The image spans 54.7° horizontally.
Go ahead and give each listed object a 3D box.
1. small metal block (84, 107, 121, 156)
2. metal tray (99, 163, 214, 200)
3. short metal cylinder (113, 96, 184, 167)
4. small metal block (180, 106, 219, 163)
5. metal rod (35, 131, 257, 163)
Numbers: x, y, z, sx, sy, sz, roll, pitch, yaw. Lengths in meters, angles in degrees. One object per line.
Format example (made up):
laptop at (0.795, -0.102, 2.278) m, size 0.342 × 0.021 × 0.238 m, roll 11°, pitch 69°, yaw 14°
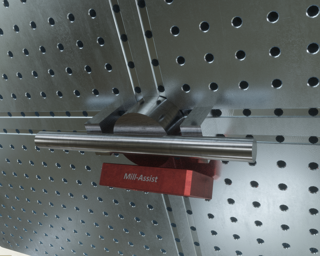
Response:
small metal block at (-0.074, 0.004, 0.437) m, size 0.025 × 0.050 × 0.050 m, roll -1°, pitch 118°, yaw 29°
metal tray at (-0.004, 0.072, 0.419) m, size 0.130 × 0.090 × 0.030 m, roll 1°, pitch 76°, yaw 28°
short metal cylinder at (-0.013, 0.005, 0.405) m, size 0.080 × 0.050 × 0.079 m, roll 13°, pitch 124°, yaw 21°
small metal block at (0.050, 0.007, 0.374) m, size 0.025 × 0.050 × 0.050 m, roll -1°, pitch 118°, yaw 29°
metal rod at (-0.039, 0.020, 0.379) m, size 0.300 × 0.025 × 0.025 m, roll 1°, pitch 119°, yaw 28°
